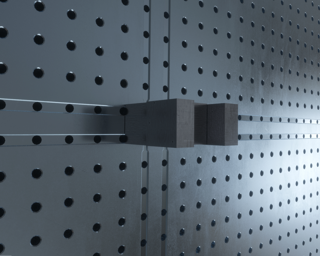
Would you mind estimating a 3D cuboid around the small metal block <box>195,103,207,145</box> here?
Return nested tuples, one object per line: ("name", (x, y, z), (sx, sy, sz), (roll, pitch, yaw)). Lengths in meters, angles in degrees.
("small metal block", (0.030, -0.005, 0.372), (0.050, 0.025, 0.050), (1, 90, -40))

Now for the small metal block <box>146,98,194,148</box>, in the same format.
("small metal block", (0.010, -0.005, 0.337), (0.025, 0.050, 0.050), (1, 89, -40))

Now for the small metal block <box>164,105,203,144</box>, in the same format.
("small metal block", (0.032, -0.004, 0.421), (0.025, 0.050, 0.050), (-1, 91, -40))

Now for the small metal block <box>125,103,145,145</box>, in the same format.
("small metal block", (-0.018, -0.005, 0.379), (0.025, 0.050, 0.050), (1, 90, -40))

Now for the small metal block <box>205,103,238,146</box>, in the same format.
("small metal block", (0.069, -0.004, 0.386), (0.025, 0.050, 0.050), (1, 89, -40))
